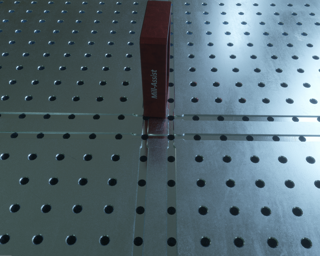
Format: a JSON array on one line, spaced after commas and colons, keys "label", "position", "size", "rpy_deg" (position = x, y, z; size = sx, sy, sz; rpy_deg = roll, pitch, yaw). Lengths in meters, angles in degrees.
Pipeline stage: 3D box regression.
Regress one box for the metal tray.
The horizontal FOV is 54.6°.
[{"label": "metal tray", "position": [-0.004, -0.088, 0.414], "size": [0.030, 0.129, 0.090], "rpy_deg": [3, 50, 3]}]
